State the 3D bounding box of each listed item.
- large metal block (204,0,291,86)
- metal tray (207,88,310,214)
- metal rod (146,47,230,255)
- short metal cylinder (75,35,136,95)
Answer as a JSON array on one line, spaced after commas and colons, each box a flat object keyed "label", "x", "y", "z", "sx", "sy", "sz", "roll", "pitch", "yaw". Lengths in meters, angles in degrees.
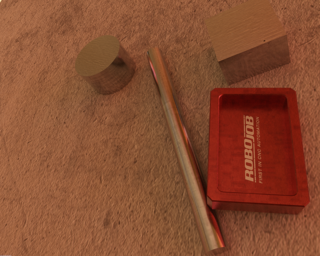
[{"label": "large metal block", "x": 0.111, "y": -0.112, "z": 0.398, "sx": 0.080, "sy": 0.050, "sz": 0.080, "roll": -20, "pitch": 54, "yaw": 16}, {"label": "metal tray", "x": 0.097, "y": 0.019, "z": 0.322, "sx": 0.090, "sy": 0.030, "sz": 0.130, "roll": 1, "pitch": 61, "yaw": 10}, {"label": "metal rod", "x": 0.023, "y": 0.003, "z": 0.388, "sx": 0.025, "sy": 0.025, "sz": 0.299, "roll": -25, "pitch": 53, "yaw": 13}, {"label": "short metal cylinder", "x": -0.086, "y": -0.100, "z": 0.492, "sx": 0.080, "sy": 0.050, "sz": 0.080, "roll": -13, "pitch": 56, "yaw": 20}]
